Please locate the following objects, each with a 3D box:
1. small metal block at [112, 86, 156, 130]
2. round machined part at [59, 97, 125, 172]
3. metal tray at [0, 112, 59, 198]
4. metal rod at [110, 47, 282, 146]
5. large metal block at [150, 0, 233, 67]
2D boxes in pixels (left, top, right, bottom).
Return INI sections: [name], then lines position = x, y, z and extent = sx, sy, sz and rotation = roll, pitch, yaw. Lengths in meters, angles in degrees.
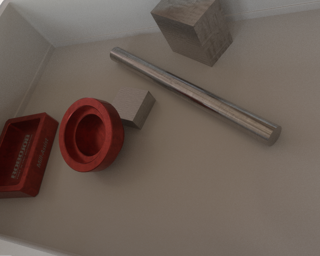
[small metal block]
position = -0.042, -0.030, 0.444
extent = 0.050, 0.025, 0.050
rotation = 14, 69, 33
[round machined part]
position = -0.087, 0.010, 0.418
extent = 0.098, 0.042, 0.097
rotation = -4, 82, 32
[metal tray]
position = -0.219, 0.043, 0.488
extent = 0.090, 0.030, 0.130
rotation = -8, 58, 23
[metal rod]
position = 0.025, -0.057, 0.426
extent = 0.300, 0.025, 0.025
rotation = 34, 81, 38
[large metal block]
position = 0.046, -0.140, 0.432
extent = 0.080, 0.080, 0.050
rotation = 33, 80, 38
